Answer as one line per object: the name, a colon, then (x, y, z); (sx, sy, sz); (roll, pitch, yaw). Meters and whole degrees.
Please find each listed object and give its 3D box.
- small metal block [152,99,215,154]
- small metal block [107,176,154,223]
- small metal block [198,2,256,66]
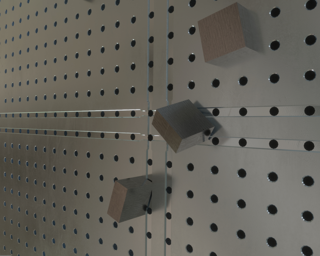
small metal block: (0.027, -0.003, 0.368); (0.050, 0.050, 0.025); (51, 142, 28)
small metal block: (-0.040, 0.097, 0.428); (0.025, 0.050, 0.050); (25, 106, 37)
small metal block: (0.074, -0.104, 0.349); (0.050, 0.025, 0.050); (-15, 81, 39)
